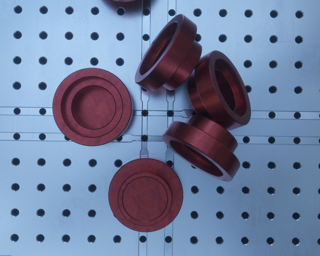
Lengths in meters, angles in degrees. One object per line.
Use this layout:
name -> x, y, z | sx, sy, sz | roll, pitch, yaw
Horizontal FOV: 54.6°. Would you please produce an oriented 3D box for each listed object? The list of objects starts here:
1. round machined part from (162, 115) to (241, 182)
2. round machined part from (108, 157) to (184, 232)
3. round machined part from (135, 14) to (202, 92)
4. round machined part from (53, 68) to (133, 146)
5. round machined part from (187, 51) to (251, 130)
round machined part -> 0.055, 0.021, 0.379 | 0.098, 0.098, 0.042 | 35, 77, 0
round machined part -> -0.018, 0.088, 0.405 | 0.099, 0.042, 0.097 | 0, 90, 0
round machined part -> 0.014, -0.085, 0.380 | 0.042, 0.098, 0.098 | 32, 90, -21
round machined part -> -0.084, -0.026, 0.404 | 0.099, 0.042, 0.097 | 0, 90, 0
round machined part -> 0.071, -0.043, 0.386 | 0.042, 0.099, 0.098 | -23, 90, 34
